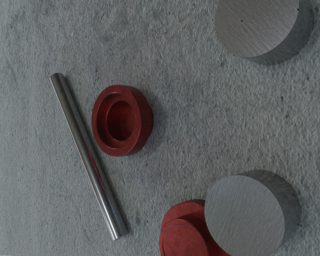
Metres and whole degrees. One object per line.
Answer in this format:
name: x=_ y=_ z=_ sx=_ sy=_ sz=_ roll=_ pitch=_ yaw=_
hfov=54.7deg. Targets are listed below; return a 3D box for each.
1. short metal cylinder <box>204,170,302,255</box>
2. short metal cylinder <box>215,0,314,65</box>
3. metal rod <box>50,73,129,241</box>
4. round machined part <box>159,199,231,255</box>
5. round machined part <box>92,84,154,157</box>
short metal cylinder: x=0.093 y=0.084 z=0.311 sx=0.080 sy=0.050 sz=0.079 roll=0 pitch=90 yaw=39
short metal cylinder: x=0.102 y=-0.105 z=0.304 sx=0.080 sy=0.050 sz=0.079 roll=0 pitch=90 yaw=39
metal rod: x=-0.120 y=0.034 z=0.501 sx=0.025 sy=0.025 sz=0.299 roll=-41 pitch=66 yaw=32
round machined part: x=0.038 y=0.136 z=0.361 sx=0.098 sy=0.042 sz=0.097 roll=0 pitch=90 yaw=39
round machined part: x=-0.048 y=-0.010 z=0.431 sx=0.098 sy=0.042 sz=0.097 roll=0 pitch=90 yaw=39
